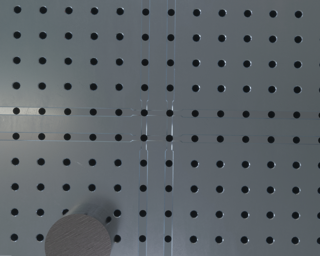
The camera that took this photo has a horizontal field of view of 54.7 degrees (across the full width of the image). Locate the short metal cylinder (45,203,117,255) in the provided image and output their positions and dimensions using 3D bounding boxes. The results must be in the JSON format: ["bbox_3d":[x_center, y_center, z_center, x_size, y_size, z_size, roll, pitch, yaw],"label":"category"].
[{"bbox_3d":[-0.099,0.144,0.400,0.081,0.050,0.080,0,90,0],"label":"short metal cylinder"}]
